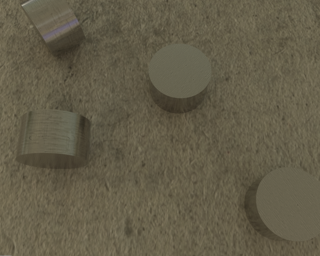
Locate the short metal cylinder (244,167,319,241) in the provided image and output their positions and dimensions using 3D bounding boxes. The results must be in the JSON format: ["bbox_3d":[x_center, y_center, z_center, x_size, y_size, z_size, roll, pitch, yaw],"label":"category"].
[{"bbox_3d":[0.146,0.091,0.364,0.081,0.050,0.080,0,70,0],"label":"short metal cylinder"}]

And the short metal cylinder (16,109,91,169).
[{"bbox_3d":[-0.126,0.016,0.372,0.081,0.080,0.050,-1,70,-1],"label":"short metal cylinder"}]

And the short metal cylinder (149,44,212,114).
[{"bbox_3d":[0.026,-0.066,0.419,0.081,0.050,0.080,0,70,0],"label":"short metal cylinder"}]

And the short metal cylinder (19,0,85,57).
[{"bbox_3d":[-0.148,-0.146,0.431,0.050,0.080,0.080,-33,74,-11],"label":"short metal cylinder"}]
